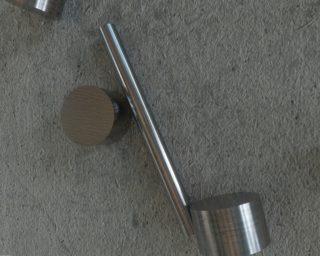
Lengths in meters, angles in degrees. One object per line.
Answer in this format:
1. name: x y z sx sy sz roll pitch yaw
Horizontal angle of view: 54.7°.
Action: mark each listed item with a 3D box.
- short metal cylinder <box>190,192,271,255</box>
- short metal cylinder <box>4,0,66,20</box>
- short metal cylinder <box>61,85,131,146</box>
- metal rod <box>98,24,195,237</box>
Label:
1. short metal cylinder: 0.079 0.107 0.352 0.080 0.080 0.050 -14 86 19
2. short metal cylinder: -0.176 -0.194 0.442 0.080 0.080 0.050 21 97 19
3. short metal cylinder: -0.087 -0.016 0.426 0.080 0.050 0.079 0 90 20
4. metal rod: -0.017 -0.003 0.414 0.025 0.025 0.299 -26 82 18
